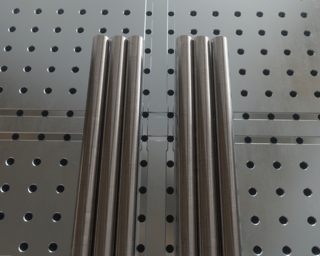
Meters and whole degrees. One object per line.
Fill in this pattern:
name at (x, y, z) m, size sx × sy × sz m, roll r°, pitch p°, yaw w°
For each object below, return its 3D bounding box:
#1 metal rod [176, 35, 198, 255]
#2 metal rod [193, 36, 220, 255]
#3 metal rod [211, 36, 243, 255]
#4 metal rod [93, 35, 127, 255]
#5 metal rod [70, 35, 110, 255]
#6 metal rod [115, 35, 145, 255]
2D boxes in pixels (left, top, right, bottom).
metal rod at (0.033, 0.011, 0.407) m, size 0.025 × 0.025 × 0.299 m, roll 1°, pitch 70°, yaw 0°
metal rod at (0.058, 0.011, 0.407) m, size 0.025 × 0.025 × 0.299 m, roll 1°, pitch 70°, yaw 0°
metal rod at (0.085, 0.012, 0.407) m, size 0.025 × 0.025 × 0.299 m, roll 1°, pitch 70°, yaw 0°
metal rod at (-0.063, 0.011, 0.407) m, size 0.025 × 0.025 × 0.299 m, roll 1°, pitch 70°, yaw 0°
metal rod at (-0.089, 0.010, 0.407) m, size 0.025 × 0.025 × 0.299 m, roll 1°, pitch 70°, yaw 0°
metal rod at (-0.038, 0.011, 0.407) m, size 0.025 × 0.025 × 0.299 m, roll 1°, pitch 70°, yaw 0°
